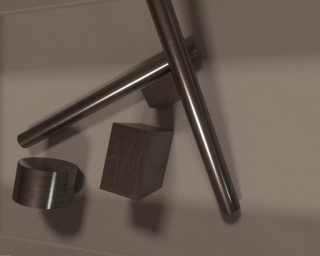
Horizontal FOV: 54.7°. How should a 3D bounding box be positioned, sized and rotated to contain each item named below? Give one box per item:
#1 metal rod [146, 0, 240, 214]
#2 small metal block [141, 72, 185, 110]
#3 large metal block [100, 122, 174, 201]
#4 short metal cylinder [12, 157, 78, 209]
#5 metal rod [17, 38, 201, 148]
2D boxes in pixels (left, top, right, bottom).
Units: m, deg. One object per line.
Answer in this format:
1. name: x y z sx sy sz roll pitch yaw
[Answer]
1. metal rod: 0.035 -0.038 0.349 0.025 0.025 0.298 -16 103 19
2. small metal block: 0.011 -0.047 0.392 0.050 0.050 0.025 -29 81 17
3. large metal block: -0.026 0.038 0.389 0.050 0.080 0.079 14 95 19
4. short metal cylinder: -0.160 0.075 0.436 0.080 0.080 0.050 12 94 19
5. metal rod: -0.083 -0.041 0.438 0.300 0.025 0.025 -25 82 17
